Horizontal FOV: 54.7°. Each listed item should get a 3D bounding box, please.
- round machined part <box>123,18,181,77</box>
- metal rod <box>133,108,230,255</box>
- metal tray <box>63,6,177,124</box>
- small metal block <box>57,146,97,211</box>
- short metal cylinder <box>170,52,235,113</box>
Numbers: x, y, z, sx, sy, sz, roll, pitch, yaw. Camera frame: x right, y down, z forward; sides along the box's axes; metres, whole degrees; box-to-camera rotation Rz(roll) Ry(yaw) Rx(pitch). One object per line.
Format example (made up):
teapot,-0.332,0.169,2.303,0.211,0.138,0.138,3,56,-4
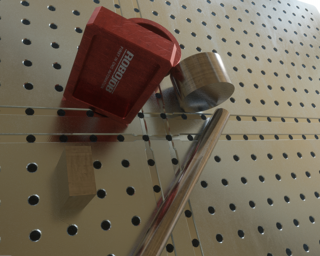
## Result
round machined part,-0.022,-0.111,0.453,0.099,0.042,0.098,14,54,-20
metal rod,0.027,0.074,0.378,0.025,0.025,0.301,38,51,-3
metal tray,-0.051,-0.062,0.352,0.090,0.129,0.030,23,53,-15
small metal block,-0.086,0.051,0.315,0.025,0.050,0.050,1,61,-28
short metal cylinder,0.060,-0.064,0.446,0.081,0.080,0.050,-4,64,-30
